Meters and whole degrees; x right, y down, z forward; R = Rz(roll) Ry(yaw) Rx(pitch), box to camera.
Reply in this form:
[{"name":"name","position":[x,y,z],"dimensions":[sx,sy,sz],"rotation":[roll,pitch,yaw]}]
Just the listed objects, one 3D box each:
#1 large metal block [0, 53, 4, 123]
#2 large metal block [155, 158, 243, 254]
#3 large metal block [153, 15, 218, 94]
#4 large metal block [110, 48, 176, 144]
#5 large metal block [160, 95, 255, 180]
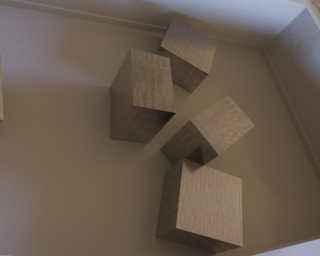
[{"name":"large metal block","position":[-0.200,-0.039,0.287],"dimensions":[0.080,0.050,0.080],"rotation":[17,50,-51]},{"name":"large metal block","position":[0.047,0.092,0.360],"dimensions":[0.080,0.050,0.080],"rotation":[21,54,-16]},{"name":"large metal block","position":[0.036,-0.114,0.480],"dimensions":[0.080,0.050,0.080],"rotation":[28,52,-11]},{"name":"large metal block","position":[-0.025,-0.036,0.380],"dimensions":[0.050,0.080,0.080],"rotation":[9,58,-24]},{"name":"large metal block","position":[0.059,0.013,0.396],"dimensions":[0.081,0.080,0.050],"rotation":[-31,79,-38]}]
